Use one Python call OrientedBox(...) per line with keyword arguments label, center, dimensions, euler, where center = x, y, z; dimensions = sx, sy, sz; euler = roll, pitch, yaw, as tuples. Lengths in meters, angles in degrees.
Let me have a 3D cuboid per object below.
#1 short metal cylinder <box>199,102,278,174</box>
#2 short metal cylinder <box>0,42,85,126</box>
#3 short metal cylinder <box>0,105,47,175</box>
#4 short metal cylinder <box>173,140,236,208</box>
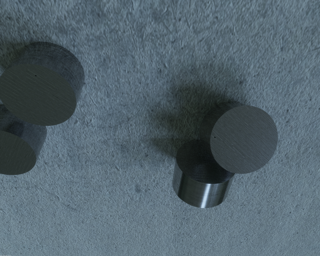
OrientedBox(label="short metal cylinder", center=(0.093, 0.010, 0.377), dimensions=(0.081, 0.050, 0.079), euler=(-1, 100, -7))
OrientedBox(label="short metal cylinder", center=(-0.130, -0.049, 0.348), dimensions=(0.081, 0.050, 0.079), euler=(0, 130, 0))
OrientedBox(label="short metal cylinder", center=(-0.195, 0.016, 0.402), dimensions=(0.081, 0.050, 0.079), euler=(0, 130, 0))
OrientedBox(label="short metal cylinder", center=(0.059, 0.061, 0.424), dimensions=(0.081, 0.080, 0.050), euler=(3, 130, -3))
